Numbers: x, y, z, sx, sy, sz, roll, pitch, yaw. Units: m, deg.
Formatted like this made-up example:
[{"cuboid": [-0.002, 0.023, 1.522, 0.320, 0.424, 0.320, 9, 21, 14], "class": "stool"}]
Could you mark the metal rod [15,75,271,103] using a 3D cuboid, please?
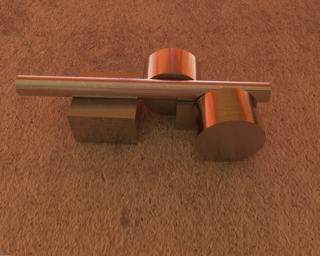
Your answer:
[{"cuboid": [-0.019, -0.048, 0.378, 0.302, 0.025, 0.025, 2, 50, -1], "class": "metal rod"}]

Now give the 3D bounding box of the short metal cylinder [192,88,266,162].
[{"cuboid": [0.080, -0.002, 0.371, 0.081, 0.080, 0.050, 0, 50, -1], "class": "short metal cylinder"}]

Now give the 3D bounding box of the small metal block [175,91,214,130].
[{"cuboid": [0.046, -0.022, 0.406, 0.050, 0.050, 0.025, 1, 50, 0], "class": "small metal block"}]

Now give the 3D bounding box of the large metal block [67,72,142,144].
[{"cuboid": [-0.067, -0.027, 0.407, 0.081, 0.050, 0.080, 3, 50, 1], "class": "large metal block"}]

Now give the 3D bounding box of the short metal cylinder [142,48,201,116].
[{"cuboid": [0.016, -0.061, 0.421, 0.081, 0.080, 0.050, 2, 50, 1], "class": "short metal cylinder"}]
